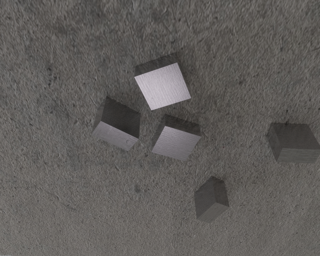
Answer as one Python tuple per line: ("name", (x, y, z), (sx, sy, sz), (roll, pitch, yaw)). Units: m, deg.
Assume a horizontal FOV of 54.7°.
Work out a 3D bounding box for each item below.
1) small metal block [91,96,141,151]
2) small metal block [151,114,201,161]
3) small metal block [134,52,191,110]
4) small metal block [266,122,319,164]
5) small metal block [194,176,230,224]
("small metal block", (-0.053, -0.006, 0.385), (0.050, 0.050, 0.025), (27, 125, -21))
("small metal block", (0.021, 0.014, 0.419), (0.050, 0.025, 0.050), (17, 128, -14))
("small metal block", (0.004, -0.054, 0.361), (0.050, 0.025, 0.050), (-17, 129, 13))
("small metal block", (0.175, 0.019, 0.409), (0.050, 0.050, 0.025), (3, 130, -2))
("small metal block", (0.080, 0.113, 0.488), (0.025, 0.050, 0.050), (23, 126, -19))
